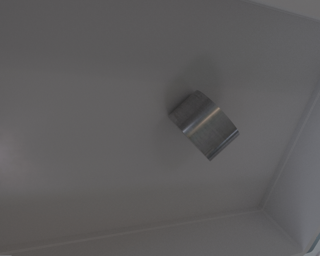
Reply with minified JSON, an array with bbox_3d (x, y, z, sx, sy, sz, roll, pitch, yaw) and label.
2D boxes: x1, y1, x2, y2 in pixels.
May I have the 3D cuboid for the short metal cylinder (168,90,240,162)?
[{"bbox_3d":[0.056,-0.003,0.401,0.050,0.080,0.080,-43,129,1],"label":"short metal cylinder"}]
